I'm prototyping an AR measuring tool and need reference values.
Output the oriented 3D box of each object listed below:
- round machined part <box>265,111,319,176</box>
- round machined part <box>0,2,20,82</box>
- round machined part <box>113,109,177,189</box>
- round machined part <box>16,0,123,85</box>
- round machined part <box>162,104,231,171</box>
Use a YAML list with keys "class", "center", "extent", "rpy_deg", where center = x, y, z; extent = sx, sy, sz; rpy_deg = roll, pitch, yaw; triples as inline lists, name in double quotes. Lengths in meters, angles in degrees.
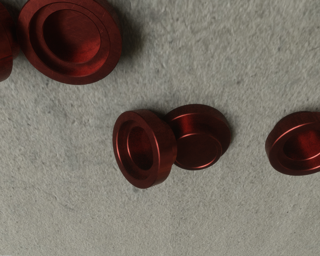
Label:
- class: "round machined part"
  center: [0.190, 0.016, 0.413]
  extent: [0.099, 0.042, 0.097]
  rpy_deg: [-1, 130, 0]
- class: "round machined part"
  center: [-0.175, -0.091, 0.297]
  extent: [0.098, 0.042, 0.097]
  rpy_deg: [19, 130, 25]
- class: "round machined part"
  center: [-0.016, 0.024, 0.392]
  extent: [0.042, 0.098, 0.097]
  rpy_deg: [-12, 141, -39]
- class: "round machined part"
  center: [-0.087, -0.096, 0.313]
  extent: [0.099, 0.042, 0.097]
  rpy_deg: [-1, 131, -1]
- class: "round machined part"
  center: [0.046, 0.019, 0.413]
  extent: [0.099, 0.042, 0.097]
  rpy_deg: [-1, 130, 0]
